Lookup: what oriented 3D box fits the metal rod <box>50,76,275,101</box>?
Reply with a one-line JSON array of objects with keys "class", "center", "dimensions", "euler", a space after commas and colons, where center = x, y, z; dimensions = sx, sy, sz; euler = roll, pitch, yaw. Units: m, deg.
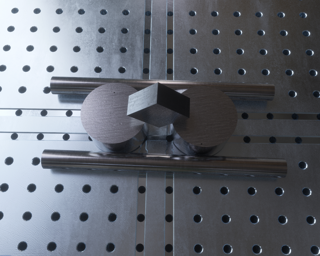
[{"class": "metal rod", "center": [0.003, -0.054, 0.428], "dimensions": [0.302, 0.025, 0.025], "euler": [2, 70, 0]}]

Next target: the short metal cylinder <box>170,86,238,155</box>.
[{"class": "short metal cylinder", "center": [0.054, -0.007, 0.398], "dimensions": [0.081, 0.050, 0.080], "euler": [0, 70, 0]}]

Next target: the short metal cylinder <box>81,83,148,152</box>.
[{"class": "short metal cylinder", "center": [-0.056, -0.011, 0.398], "dimensions": [0.081, 0.050, 0.080], "euler": [0, 70, 0]}]

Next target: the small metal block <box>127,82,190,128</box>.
[{"class": "small metal block", "center": [-0.001, -0.024, 0.355], "dimensions": [0.050, 0.050, 0.025], "euler": [21, 63, -39]}]

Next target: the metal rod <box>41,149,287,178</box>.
[{"class": "metal rod", "center": [0.005, 0.045, 0.392], "dimensions": [0.302, 0.025, 0.025], "euler": [2, 70, 0]}]
